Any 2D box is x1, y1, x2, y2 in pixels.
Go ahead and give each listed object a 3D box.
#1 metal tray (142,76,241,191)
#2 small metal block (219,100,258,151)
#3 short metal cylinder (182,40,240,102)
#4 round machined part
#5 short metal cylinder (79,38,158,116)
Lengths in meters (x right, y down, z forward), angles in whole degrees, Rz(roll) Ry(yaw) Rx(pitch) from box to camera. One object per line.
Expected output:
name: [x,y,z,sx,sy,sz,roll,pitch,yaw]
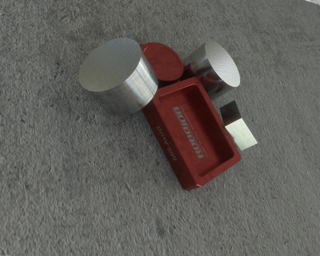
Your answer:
metal tray: [0.041,0.004,0.407,0.091,0.030,0.130,-24,84,-37]
small metal block: [0.112,-0.004,0.445,0.050,0.025,0.050,51,21,-27]
short metal cylinder: [0.076,-0.084,0.468,0.080,0.050,0.080,27,47,-33]
round machined part: [-0.006,-0.083,0.443,0.099,0.042,0.098,14,56,-21]
short metal cylinder: [-0.049,-0.061,0.373,0.050,0.080,0.080,54,32,-51]
